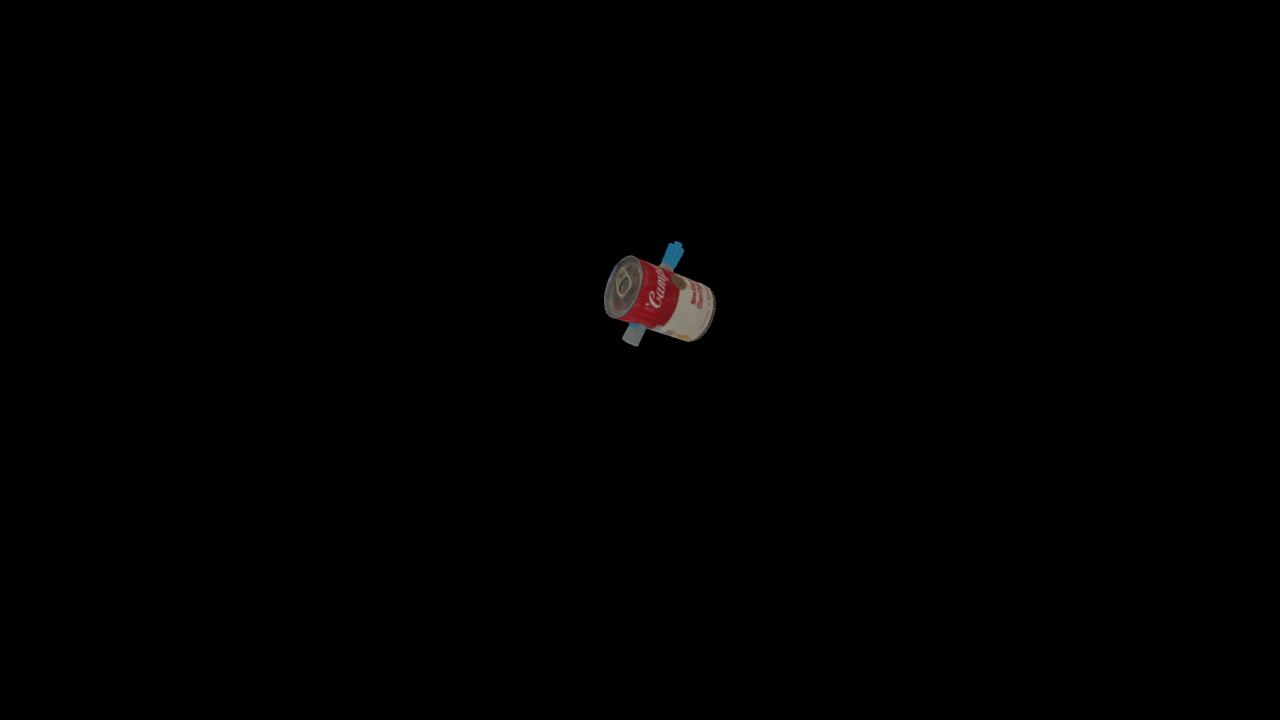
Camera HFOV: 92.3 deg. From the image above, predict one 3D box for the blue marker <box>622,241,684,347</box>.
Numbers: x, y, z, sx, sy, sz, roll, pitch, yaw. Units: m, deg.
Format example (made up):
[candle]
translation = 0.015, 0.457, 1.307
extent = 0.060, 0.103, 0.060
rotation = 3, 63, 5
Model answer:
[blue marker]
translation = 0.016, -0.071, 0.649
extent = 0.020, 0.121, 0.020
rotation = 26, -9, 4

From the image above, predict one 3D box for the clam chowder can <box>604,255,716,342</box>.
[clam chowder can]
translation = 0.022, -0.063, 0.656
extent = 0.102, 0.068, 0.068
rotation = 17, -9, -33
